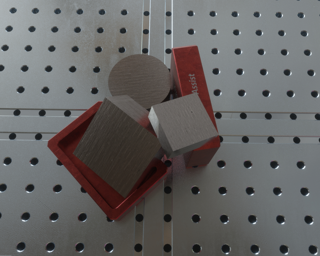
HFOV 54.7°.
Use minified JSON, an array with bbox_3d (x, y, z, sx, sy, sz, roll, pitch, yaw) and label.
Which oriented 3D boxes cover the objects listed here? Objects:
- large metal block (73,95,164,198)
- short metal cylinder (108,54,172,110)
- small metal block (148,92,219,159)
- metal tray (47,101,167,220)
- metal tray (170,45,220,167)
[{"bbox_3d":[-0.039,0.018,0.358,0.080,0.050,0.080,38,110,12],"label":"large metal block"},{"bbox_3d":[-0.026,-0.051,0.417,0.081,0.050,0.080,0,70,0],"label":"short metal cylinder"},{"bbox_3d":[0.023,-0.003,0.313,0.050,0.025,0.050,-19,71,-19],"label":"small metal block"},{"bbox_3d":[-0.065,0.040,0.393,0.090,0.030,0.130,-41,76,-14],"label":"metal tray"},{"bbox_3d":[0.039,-0.025,0.387,0.030,0.090,0.129,-9,70,-3],"label":"metal tray"}]
